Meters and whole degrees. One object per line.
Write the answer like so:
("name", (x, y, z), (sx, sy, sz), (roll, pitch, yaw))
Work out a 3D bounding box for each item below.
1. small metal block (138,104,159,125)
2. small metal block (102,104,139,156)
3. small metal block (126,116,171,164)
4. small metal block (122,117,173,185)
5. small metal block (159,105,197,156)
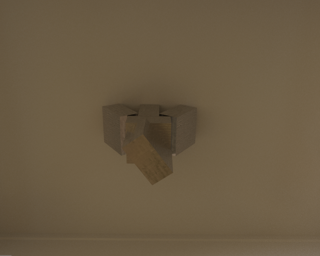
("small metal block", (-0.014, 0.001, 0.396), (0.025, 0.050, 0.050), (1, 110, 0))
("small metal block", (-0.050, 0.001, 0.393), (0.025, 0.050, 0.050), (-12, 114, -32))
("small metal block", (-0.013, 0.014, 0.360), (0.050, 0.025, 0.050), (1, 110, -1))
("small metal block", (-0.012, 0.023, 0.324), (0.025, 0.050, 0.050), (-33, 107, 12))
("small metal block", (0.023, 0.002, 0.394), (0.025, 0.050, 0.050), (14, 114, 32))
